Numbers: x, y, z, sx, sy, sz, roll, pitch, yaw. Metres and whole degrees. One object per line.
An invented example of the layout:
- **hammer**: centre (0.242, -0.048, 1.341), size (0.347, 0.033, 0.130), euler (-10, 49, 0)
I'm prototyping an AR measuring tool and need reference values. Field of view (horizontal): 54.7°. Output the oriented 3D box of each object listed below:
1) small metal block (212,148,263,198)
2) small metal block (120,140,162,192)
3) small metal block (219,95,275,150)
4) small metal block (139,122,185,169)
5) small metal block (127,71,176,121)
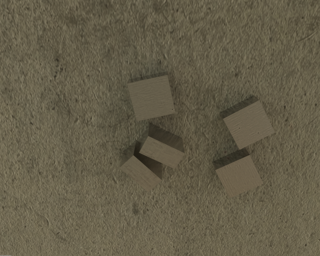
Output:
- **small metal block**: centre (0.108, 0.063, 0.434), size (0.050, 0.025, 0.050), euler (-26, 108, 9)
- **small metal block**: centre (-0.024, 0.050, 0.414), size (0.025, 0.050, 0.050), euler (-43, 105, 14)
- **small metal block**: centre (0.114, -0.007, 0.408), size (0.050, 0.025, 0.050), euler (-28, 108, 10)
- **small metal block**: centre (0.002, 0.022, 0.404), size (0.050, 0.050, 0.025), euler (26, 108, -9)
- **small metal block**: centre (-0.010, -0.041, 0.395), size (0.050, 0.025, 0.050), euler (-12, 110, 4)
